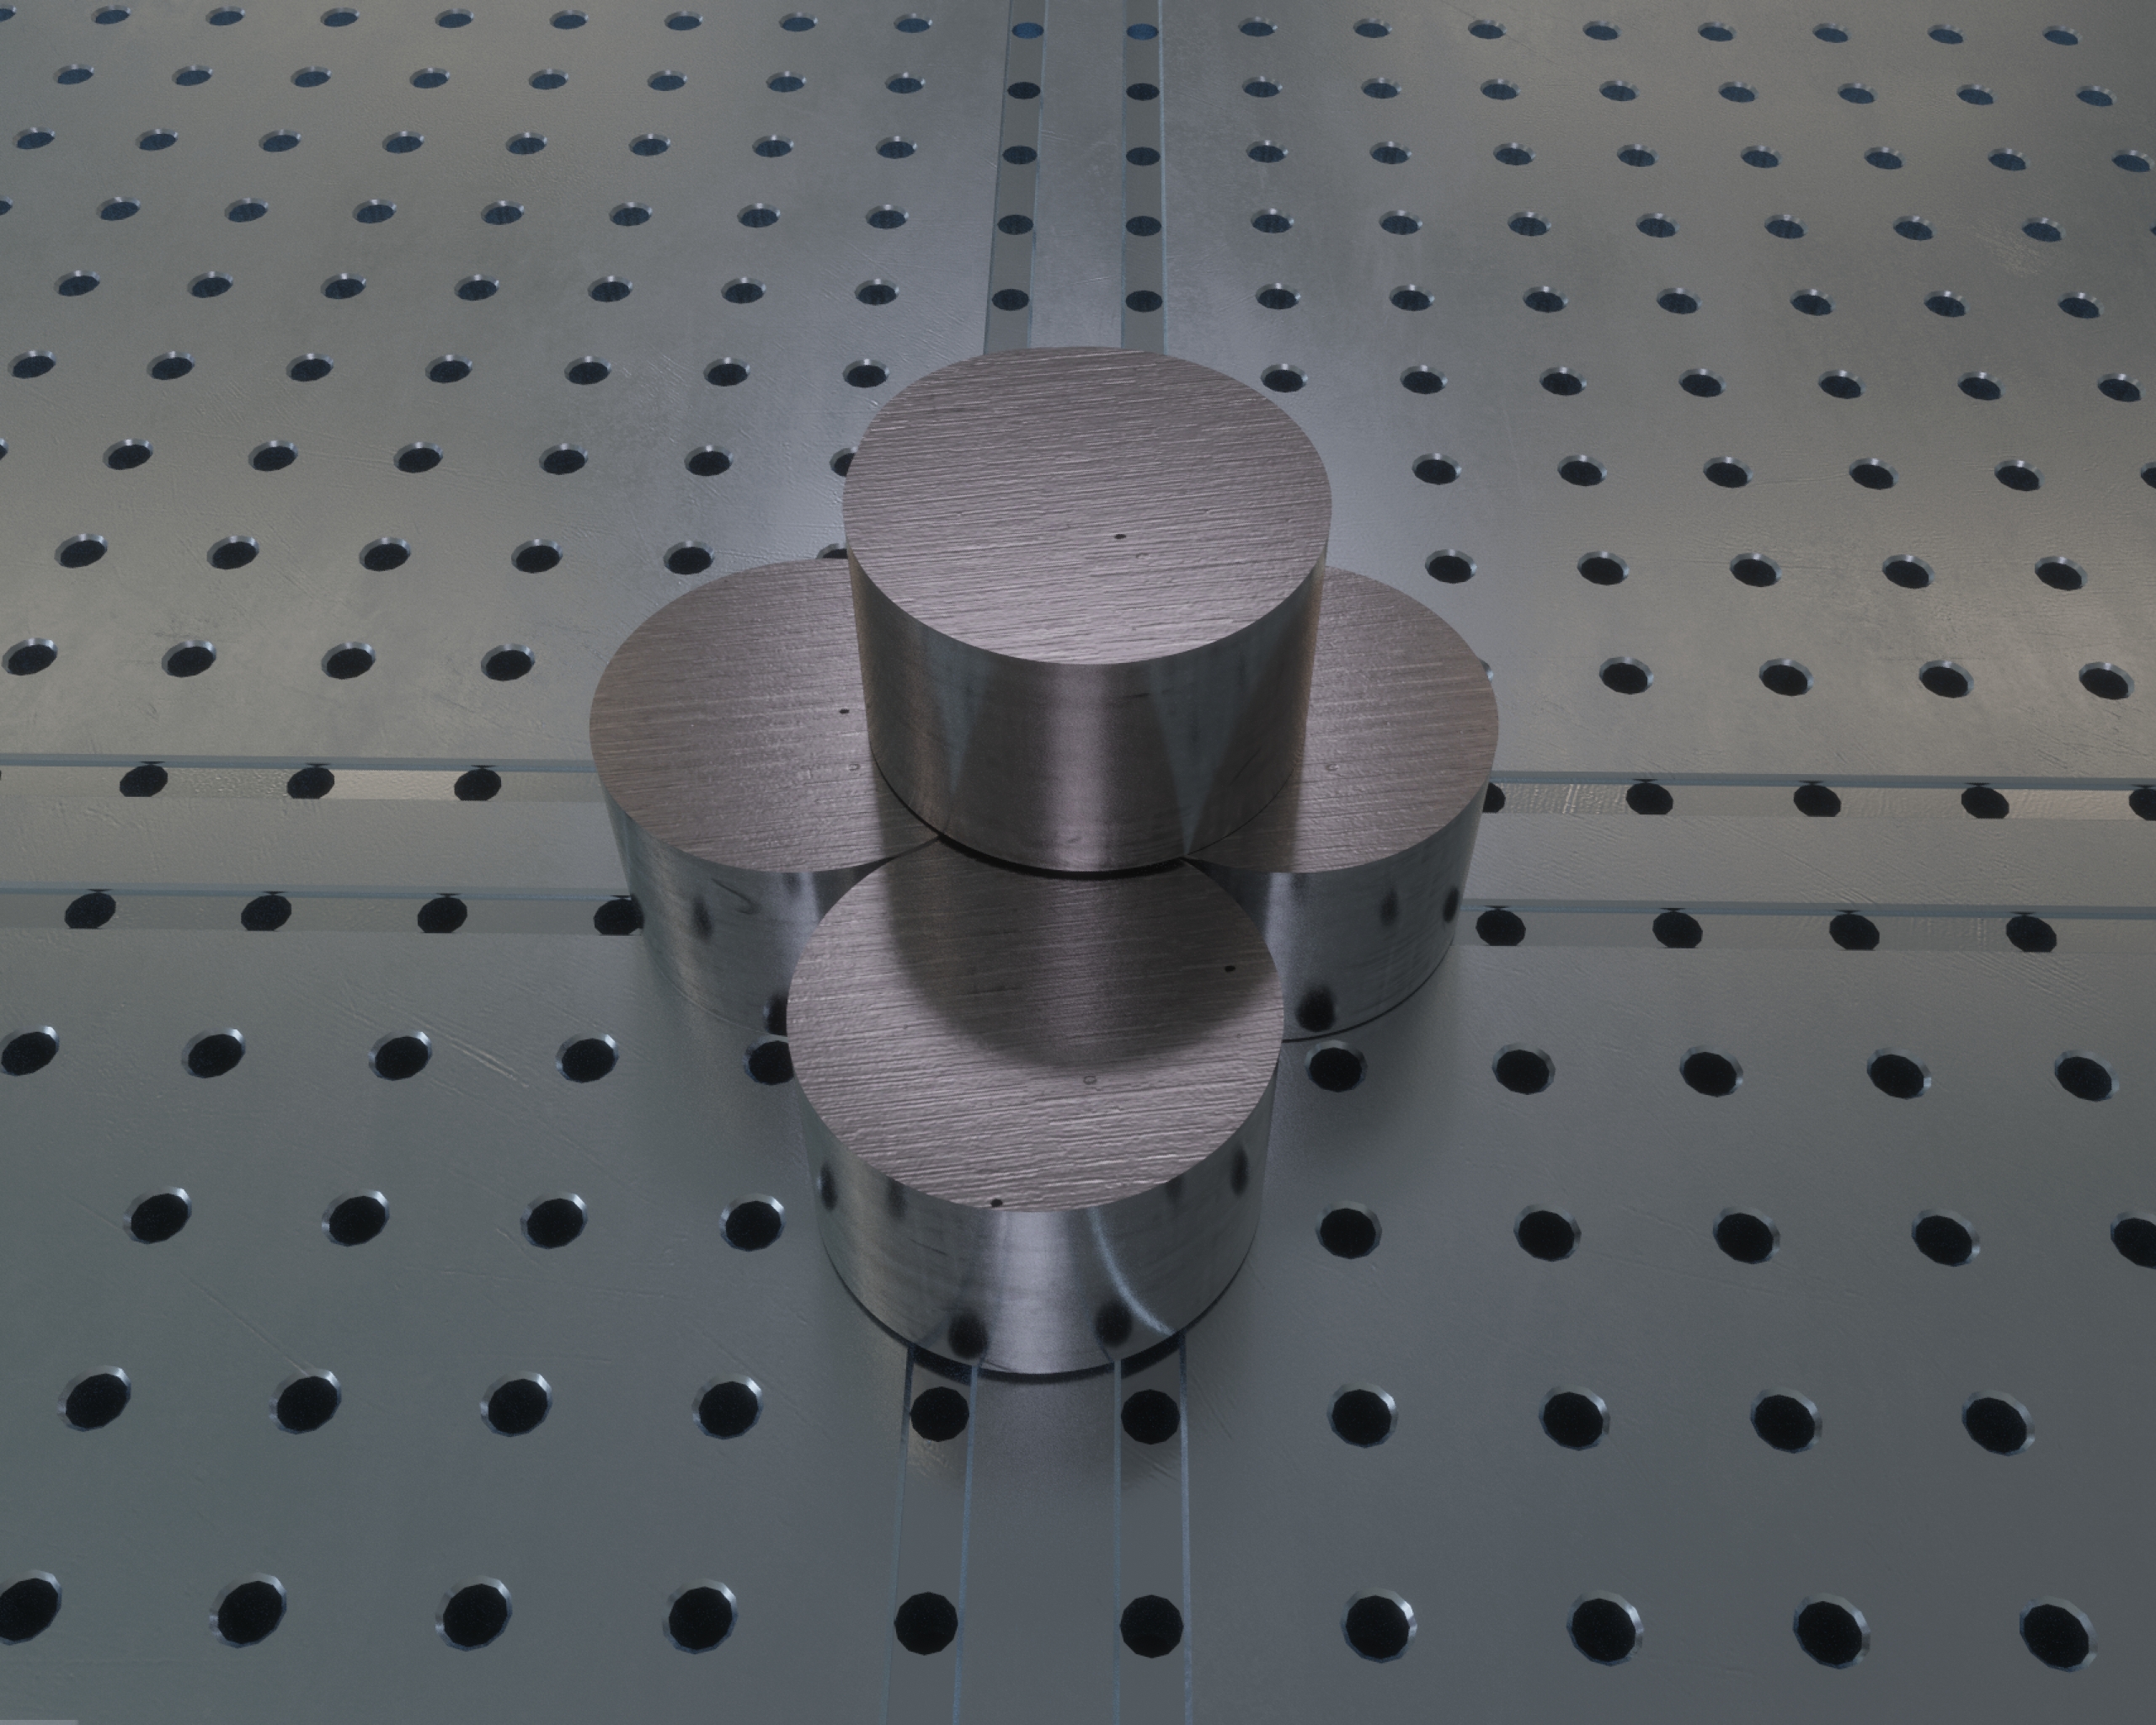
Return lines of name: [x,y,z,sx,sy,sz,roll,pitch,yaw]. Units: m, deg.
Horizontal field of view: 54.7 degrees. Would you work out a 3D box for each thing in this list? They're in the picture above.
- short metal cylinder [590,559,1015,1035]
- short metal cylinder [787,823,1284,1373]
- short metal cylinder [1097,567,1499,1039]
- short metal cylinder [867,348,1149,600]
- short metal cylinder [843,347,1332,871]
short metal cylinder: [-0.049,-0.013,0.402,0.081,0.050,0.080,0,50,0]
short metal cylinder: [-0.007,0.039,0.357,0.081,0.050,0.080,0,48,0]
short metal cylinder: [0.037,-0.013,0.401,0.081,0.050,0.080,0,50,0]
short metal cylinder: [-0.006,-0.065,0.446,0.081,0.050,0.080,1,50,-1]
short metal cylinder: [0.002,-0.045,0.363,0.081,0.050,0.080,0,50,0]
